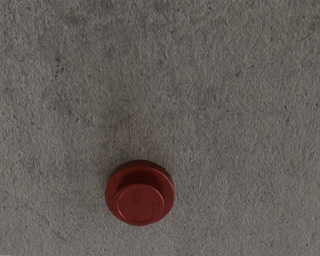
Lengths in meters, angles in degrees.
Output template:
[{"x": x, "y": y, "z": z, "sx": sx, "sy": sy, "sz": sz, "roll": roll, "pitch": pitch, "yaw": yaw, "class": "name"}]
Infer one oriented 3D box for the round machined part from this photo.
[{"x": -0.029, "y": 0.098, "z": 0.436, "sx": 0.099, "sy": 0.042, "sz": 0.097, "roll": 0, "pitch": 110, "yaw": 0, "class": "round machined part"}]
